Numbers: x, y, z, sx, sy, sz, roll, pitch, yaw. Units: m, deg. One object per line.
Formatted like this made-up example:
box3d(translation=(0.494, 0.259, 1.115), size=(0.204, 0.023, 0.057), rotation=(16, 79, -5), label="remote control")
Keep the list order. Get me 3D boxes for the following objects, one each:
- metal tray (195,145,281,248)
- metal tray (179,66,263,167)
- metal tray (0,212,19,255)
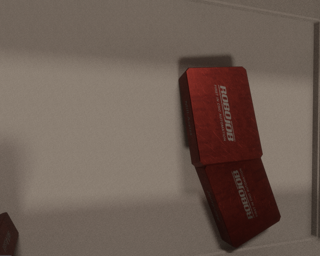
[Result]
box3d(translation=(0.115, 0.094, 0.452), size=(0.091, 0.030, 0.129), rotation=(-24, 98, -19), label="metal tray")
box3d(translation=(0.081, -0.017, 0.420), size=(0.091, 0.030, 0.129), rotation=(-5, 79, -16), label="metal tray")
box3d(translation=(-0.187, 0.129, 0.286), size=(0.091, 0.130, 0.030), rotation=(-27, 99, -18), label="metal tray")
